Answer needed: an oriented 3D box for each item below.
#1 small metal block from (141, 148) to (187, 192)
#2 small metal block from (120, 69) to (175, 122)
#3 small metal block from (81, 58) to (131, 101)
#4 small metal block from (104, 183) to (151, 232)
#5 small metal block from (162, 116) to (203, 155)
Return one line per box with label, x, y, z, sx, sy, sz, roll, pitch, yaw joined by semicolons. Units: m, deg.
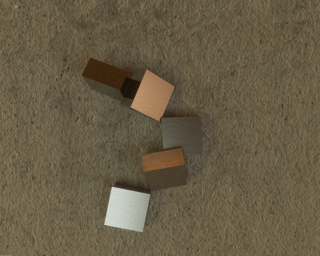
small metal block;0.006;0.054;0.395;0.050;0.050;0.025;-10;50;0
small metal block;-0.015;-0.042;0.395;0.050;0.025;0.050;26;84;-39
small metal block;-0.064;-0.059;0.392;0.050;0.050;0.025;21;79;7
small metal block;-0.042;0.105;0.410;0.050;0.025;0.050;11;90;0
small metal block;0.029;0.010;0.410;0.050;0.025;0.050;-3;90;0
